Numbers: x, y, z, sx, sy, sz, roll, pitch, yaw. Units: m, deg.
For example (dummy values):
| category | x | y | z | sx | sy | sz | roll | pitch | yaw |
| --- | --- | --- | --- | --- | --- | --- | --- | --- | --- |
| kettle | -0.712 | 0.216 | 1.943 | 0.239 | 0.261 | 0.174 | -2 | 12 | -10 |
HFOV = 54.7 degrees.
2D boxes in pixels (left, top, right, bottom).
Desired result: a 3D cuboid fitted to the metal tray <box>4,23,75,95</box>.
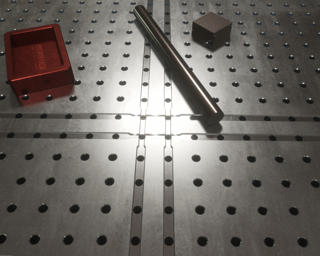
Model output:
| category | x | y | z | sx | sy | sz | roll | pitch | yaw |
| --- | --- | --- | --- | --- | --- | --- | --- | --- | --- |
| metal tray | -0.195 | -0.114 | 0.497 | 0.091 | 0.030 | 0.130 | -16 | 52 | -13 |

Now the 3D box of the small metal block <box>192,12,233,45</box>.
| category | x | y | z | sx | sy | sz | roll | pitch | yaw |
| --- | --- | --- | --- | --- | --- | --- | --- | --- | --- |
| small metal block | 0.094 | -0.181 | 0.561 | 0.050 | 0.025 | 0.050 | -35 | 59 | -26 |

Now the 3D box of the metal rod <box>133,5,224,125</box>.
| category | x | y | z | sx | sy | sz | roll | pitch | yaw |
| --- | --- | --- | --- | --- | --- | --- | --- | --- | --- |
| metal rod | 0.018 | -0.119 | 0.507 | 0.025 | 0.025 | 0.300 | -18 | 52 | -15 |
